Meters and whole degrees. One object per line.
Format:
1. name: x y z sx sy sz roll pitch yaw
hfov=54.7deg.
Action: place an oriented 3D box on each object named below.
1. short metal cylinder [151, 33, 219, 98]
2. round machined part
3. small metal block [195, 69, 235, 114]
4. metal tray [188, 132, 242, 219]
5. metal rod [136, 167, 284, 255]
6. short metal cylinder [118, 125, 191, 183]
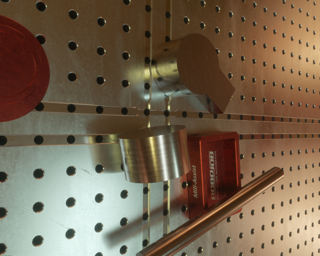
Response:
1. short metal cylinder: 0.035 -0.083 0.422 0.081 0.050 0.079 0 90 -40
2. round machined part: -0.146 -0.054 0.275 0.099 0.042 0.097 0 90 -40
3. small metal block: 0.085 -0.057 0.481 0.050 0.025 0.050 44 64 -31
4. metal tray: 0.085 0.073 0.477 0.091 0.030 0.129 -6 94 -40
5. metal rod: 0.093 0.117 0.447 0.302 0.025 0.025 -18 102 -38
6. short metal cylinder: -0.006 0.028 0.369 0.081 0.080 0.050 -15 100 -39
